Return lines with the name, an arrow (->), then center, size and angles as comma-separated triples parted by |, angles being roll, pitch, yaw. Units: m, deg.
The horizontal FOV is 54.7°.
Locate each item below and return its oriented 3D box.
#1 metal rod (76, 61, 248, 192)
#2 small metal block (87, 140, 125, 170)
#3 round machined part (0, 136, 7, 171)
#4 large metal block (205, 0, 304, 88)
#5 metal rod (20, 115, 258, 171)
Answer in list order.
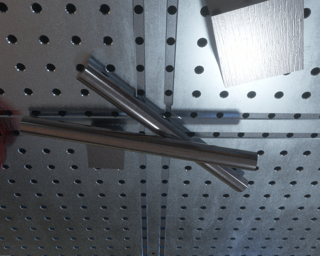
metal rod -> 0.020, 0.012, 0.422 | 0.301, 0.025, 0.025 | 36, 121, -27
small metal block -> -0.075, 0.031, 0.437 | 0.050, 0.025, 0.050 | 4, 130, -4
round machined part -> -0.258, 0.025, 0.418 | 0.099, 0.042, 0.097 | -1, 130, 0
large metal block -> 0.096, -0.096, 0.315 | 0.080, 0.050, 0.080 | -13, 129, 10
metal rod -> -0.028, 0.019, 0.400 | 0.302, 0.025, 0.025 | 9, 130, 2
